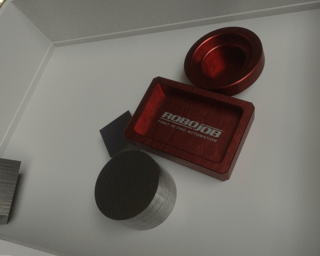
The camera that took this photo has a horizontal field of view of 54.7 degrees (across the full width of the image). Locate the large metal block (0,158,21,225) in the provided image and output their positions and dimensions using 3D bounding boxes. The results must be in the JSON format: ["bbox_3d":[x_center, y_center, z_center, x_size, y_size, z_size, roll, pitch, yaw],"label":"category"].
[{"bbox_3d":[-0.250,0.086,0.437,0.050,0.081,0.080,131,145,-50],"label":"large metal block"}]

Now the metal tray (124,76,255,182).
[{"bbox_3d":[0.034,-0.003,0.368,0.130,0.030,0.090,20,71,22],"label":"metal tray"}]

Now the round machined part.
[{"bbox_3d":[0.084,-0.079,0.398,0.098,0.042,0.098,-13,56,20],"label":"round machined part"}]

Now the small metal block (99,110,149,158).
[{"bbox_3d":[-0.049,0.012,0.422,0.050,0.025,0.050,-35,51,5],"label":"small metal block"}]

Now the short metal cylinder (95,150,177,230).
[{"bbox_3d":[-0.027,0.072,0.358,0.080,0.050,0.080,-13,56,20],"label":"short metal cylinder"}]
